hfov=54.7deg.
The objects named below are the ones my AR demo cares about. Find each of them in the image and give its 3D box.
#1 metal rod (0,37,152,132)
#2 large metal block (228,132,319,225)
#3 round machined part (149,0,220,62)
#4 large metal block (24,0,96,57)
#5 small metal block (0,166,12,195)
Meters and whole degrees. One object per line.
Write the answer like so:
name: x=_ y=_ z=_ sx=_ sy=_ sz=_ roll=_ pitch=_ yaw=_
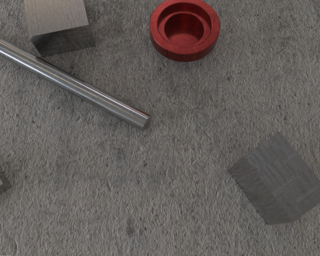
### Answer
metal rod: x=-0.149 y=-0.075 z=0.434 sx=0.301 sy=0.025 sz=0.025 roll=28 pitch=72 yaw=9
large metal block: x=0.131 y=0.061 z=0.357 sx=0.050 sy=0.080 sz=0.080 roll=-31 pitch=73 yaw=-11
round machined part: x=0.034 y=-0.137 z=0.449 sx=0.099 sy=0.042 sz=0.098 roll=0 pitch=70 yaw=0
large metal block: x=-0.145 y=-0.158 z=0.451 sx=0.081 sy=0.050 sz=0.080 roll=-14 pitch=71 yaw=-5
small metal block: x=-0.223 y=0.066 z=0.382 sx=0.050 sy=0.025 sz=0.050 roll=-35 pitch=74 yaw=-12
